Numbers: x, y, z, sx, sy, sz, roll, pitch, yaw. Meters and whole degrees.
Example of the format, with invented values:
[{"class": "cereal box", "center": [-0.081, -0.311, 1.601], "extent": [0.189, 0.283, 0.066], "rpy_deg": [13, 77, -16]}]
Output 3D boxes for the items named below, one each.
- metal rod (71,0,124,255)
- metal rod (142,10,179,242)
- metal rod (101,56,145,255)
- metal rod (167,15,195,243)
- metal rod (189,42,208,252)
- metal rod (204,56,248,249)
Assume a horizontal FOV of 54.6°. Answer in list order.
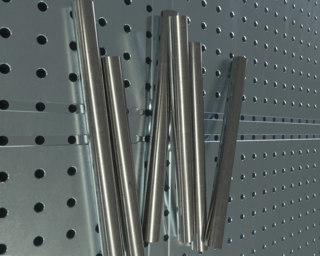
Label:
[{"class": "metal rod", "center": [-0.069, 0.013, 0.350], "extent": [0.025, 0.025, 0.298], "rpy_deg": [-10, 96, -39]}, {"class": "metal rod", "center": [0.000, -0.006, 0.408], "extent": [0.025, 0.025, 0.299], "rpy_deg": [8, 85, -40]}, {"class": "metal rod", "center": [-0.041, 0.066, 0.373], "extent": [0.025, 0.025, 0.298], "rpy_deg": [-11, 97, -39]}, {"class": "metal rod", "center": [0.029, 0.010, 0.409], "extent": [0.025, 0.025, 0.298], "rpy_deg": [-13, 106, -39]}, {"class": "metal rod", "center": [0.053, 0.028, 0.452], "extent": [0.025, 0.025, 0.298], "rpy_deg": [-4, 92, -40]}, {"class": "metal rod", "center": [0.104, 0.027, 0.477], "extent": [0.025, 0.025, 0.299], "rpy_deg": [25, 69, -37]}]
